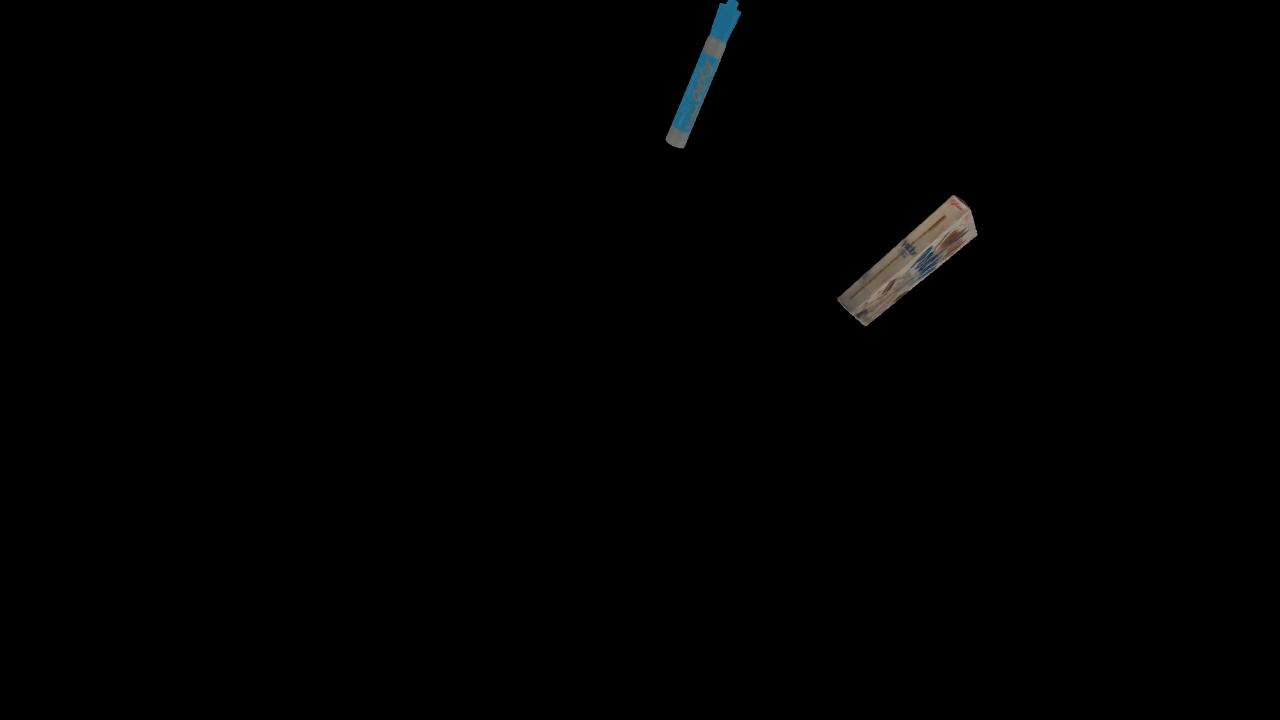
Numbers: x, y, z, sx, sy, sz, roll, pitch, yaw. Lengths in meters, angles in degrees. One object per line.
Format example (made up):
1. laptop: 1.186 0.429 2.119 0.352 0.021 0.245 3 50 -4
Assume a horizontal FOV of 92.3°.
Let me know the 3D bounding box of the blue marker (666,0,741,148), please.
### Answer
1. blue marker: 0.052 -0.238 0.518 0.020 0.121 0.020 16 38 -13

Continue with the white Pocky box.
1. white Pocky box: 0.291 -0.103 0.671 0.154 0.028 0.084 -44 -28 19
